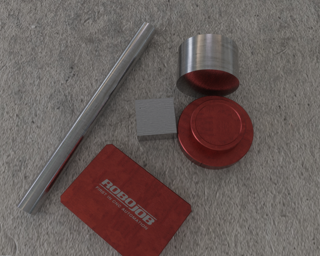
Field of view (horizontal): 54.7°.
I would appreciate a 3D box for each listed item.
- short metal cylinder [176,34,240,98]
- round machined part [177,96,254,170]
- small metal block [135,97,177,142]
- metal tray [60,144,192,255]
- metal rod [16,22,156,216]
[{"bbox_3d":[0.063,-0.078,0.408,0.080,0.080,0.050,3,70,1],"label":"short metal cylinder"},{"bbox_3d":[0.072,0.002,0.399,0.099,0.042,0.098,0,70,0],"label":"round machined part"},{"bbox_3d":[-0.006,-0.011,0.412,0.050,0.025,0.050,-4,70,-2],"label":"small metal block"},{"bbox_3d":[-0.040,0.092,0.372,0.130,0.030,0.090,36,74,12],"label":"metal tray"},{"bbox_3d":[-0.089,-0.025,0.416,0.025,0.025,0.300,27,72,9],"label":"metal rod"}]
